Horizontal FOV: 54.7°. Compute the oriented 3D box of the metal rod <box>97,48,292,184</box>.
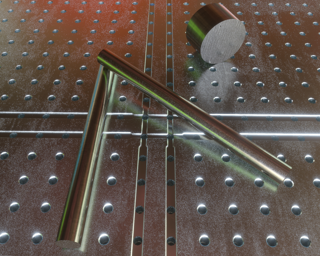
[{"bbox_3d":[0.031,-0.026,0.412,0.300,0.025,0.025,35,58,20],"label":"metal rod"}]

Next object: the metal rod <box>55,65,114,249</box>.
[{"bbox_3d":[-0.086,0.002,0.405,0.025,0.025,0.300,2,50,1],"label":"metal rod"}]

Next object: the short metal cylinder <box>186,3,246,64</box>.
[{"bbox_3d":[0.089,-0.151,0.500,0.081,0.080,0.050,-18,53,-15],"label":"short metal cylinder"}]
